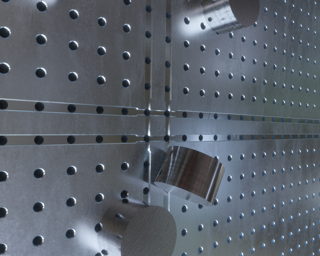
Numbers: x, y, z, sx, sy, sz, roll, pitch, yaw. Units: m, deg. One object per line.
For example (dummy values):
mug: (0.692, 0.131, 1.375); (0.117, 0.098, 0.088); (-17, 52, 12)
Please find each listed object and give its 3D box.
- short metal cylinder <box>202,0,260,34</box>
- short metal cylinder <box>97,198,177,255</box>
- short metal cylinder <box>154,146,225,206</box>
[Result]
short metal cylinder: (0.112, -0.194, 0.485); (0.081, 0.050, 0.079); (0, 90, -40)
short metal cylinder: (-0.027, 0.128, 0.371); (0.081, 0.050, 0.079); (0, 90, -40)
short metal cylinder: (0.039, 0.064, 0.406); (0.080, 0.080, 0.050); (36, 68, -34)
